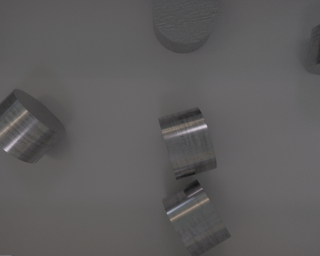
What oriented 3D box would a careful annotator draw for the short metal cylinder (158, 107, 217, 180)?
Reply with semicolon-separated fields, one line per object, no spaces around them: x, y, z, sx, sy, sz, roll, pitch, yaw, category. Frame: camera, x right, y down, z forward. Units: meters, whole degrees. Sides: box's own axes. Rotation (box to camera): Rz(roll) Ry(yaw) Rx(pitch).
0.033;0.019;0.384;0.050;0.080;0.080;-16;90;0;short metal cylinder

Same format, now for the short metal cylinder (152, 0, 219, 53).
0.031;-0.142;0.399;0.081;0.050;0.080;0;90;0;short metal cylinder

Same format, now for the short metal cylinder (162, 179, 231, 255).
0.045;0.111;0.384;0.050;0.080;0.080;-31;90;0;short metal cylinder

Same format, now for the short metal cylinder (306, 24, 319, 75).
0.229;-0.096;0.385;0.080;0.080;0.050;8;90;0;short metal cylinder

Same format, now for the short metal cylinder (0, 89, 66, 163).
-0.165;-0.002;0.382;0.080;0.080;0.050;45;90;0;short metal cylinder
